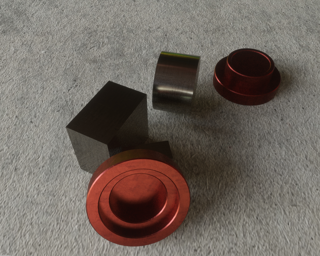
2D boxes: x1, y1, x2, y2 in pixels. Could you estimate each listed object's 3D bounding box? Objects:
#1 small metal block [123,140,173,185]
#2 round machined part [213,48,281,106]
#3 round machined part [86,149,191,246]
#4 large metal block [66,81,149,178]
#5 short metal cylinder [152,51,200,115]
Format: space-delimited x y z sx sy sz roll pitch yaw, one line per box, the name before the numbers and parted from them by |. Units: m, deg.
small metal block | -0.013 0.043 0.351 0.050 0.050 0.025 -8 50 -7
round machined part | 0.131 -0.083 0.463 0.099 0.042 0.098 0 50 0
round machined part | -0.022 0.065 0.310 0.099 0.097 0.042 -8 21 -7
large metal block | -0.056 0.006 0.362 0.050 0.080 0.080 22 53 17
short metal cylinder | 0.023 -0.060 0.419 0.050 0.080 0.080 10 51 8
